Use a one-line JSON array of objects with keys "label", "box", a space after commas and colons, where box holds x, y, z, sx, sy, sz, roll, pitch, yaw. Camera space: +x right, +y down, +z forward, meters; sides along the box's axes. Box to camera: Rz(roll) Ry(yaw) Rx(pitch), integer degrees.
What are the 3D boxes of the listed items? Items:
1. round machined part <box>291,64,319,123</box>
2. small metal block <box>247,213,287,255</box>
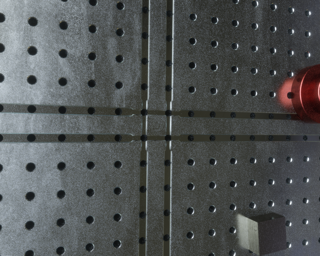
[{"label": "round machined part", "box": [0.267, -0.056, 0.502, 0.099, 0.042, 0.097, 0, 91, -20]}, {"label": "small metal block", "box": [0.164, 0.161, 0.473, 0.050, 0.025, 0.050, -4, 92, -20]}]
